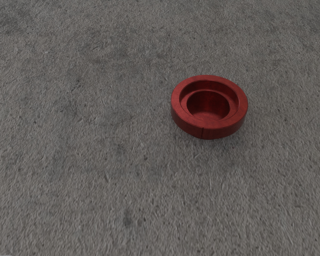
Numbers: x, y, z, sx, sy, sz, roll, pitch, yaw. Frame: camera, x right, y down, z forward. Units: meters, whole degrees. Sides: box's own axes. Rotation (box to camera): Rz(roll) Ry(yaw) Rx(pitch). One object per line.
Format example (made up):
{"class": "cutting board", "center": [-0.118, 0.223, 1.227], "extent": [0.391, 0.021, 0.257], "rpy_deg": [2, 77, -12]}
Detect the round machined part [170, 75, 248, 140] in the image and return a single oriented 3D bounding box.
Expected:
{"class": "round machined part", "center": [0.063, -0.023, 0.412], "extent": [0.099, 0.042, 0.098], "rpy_deg": [0, 50, 0]}
